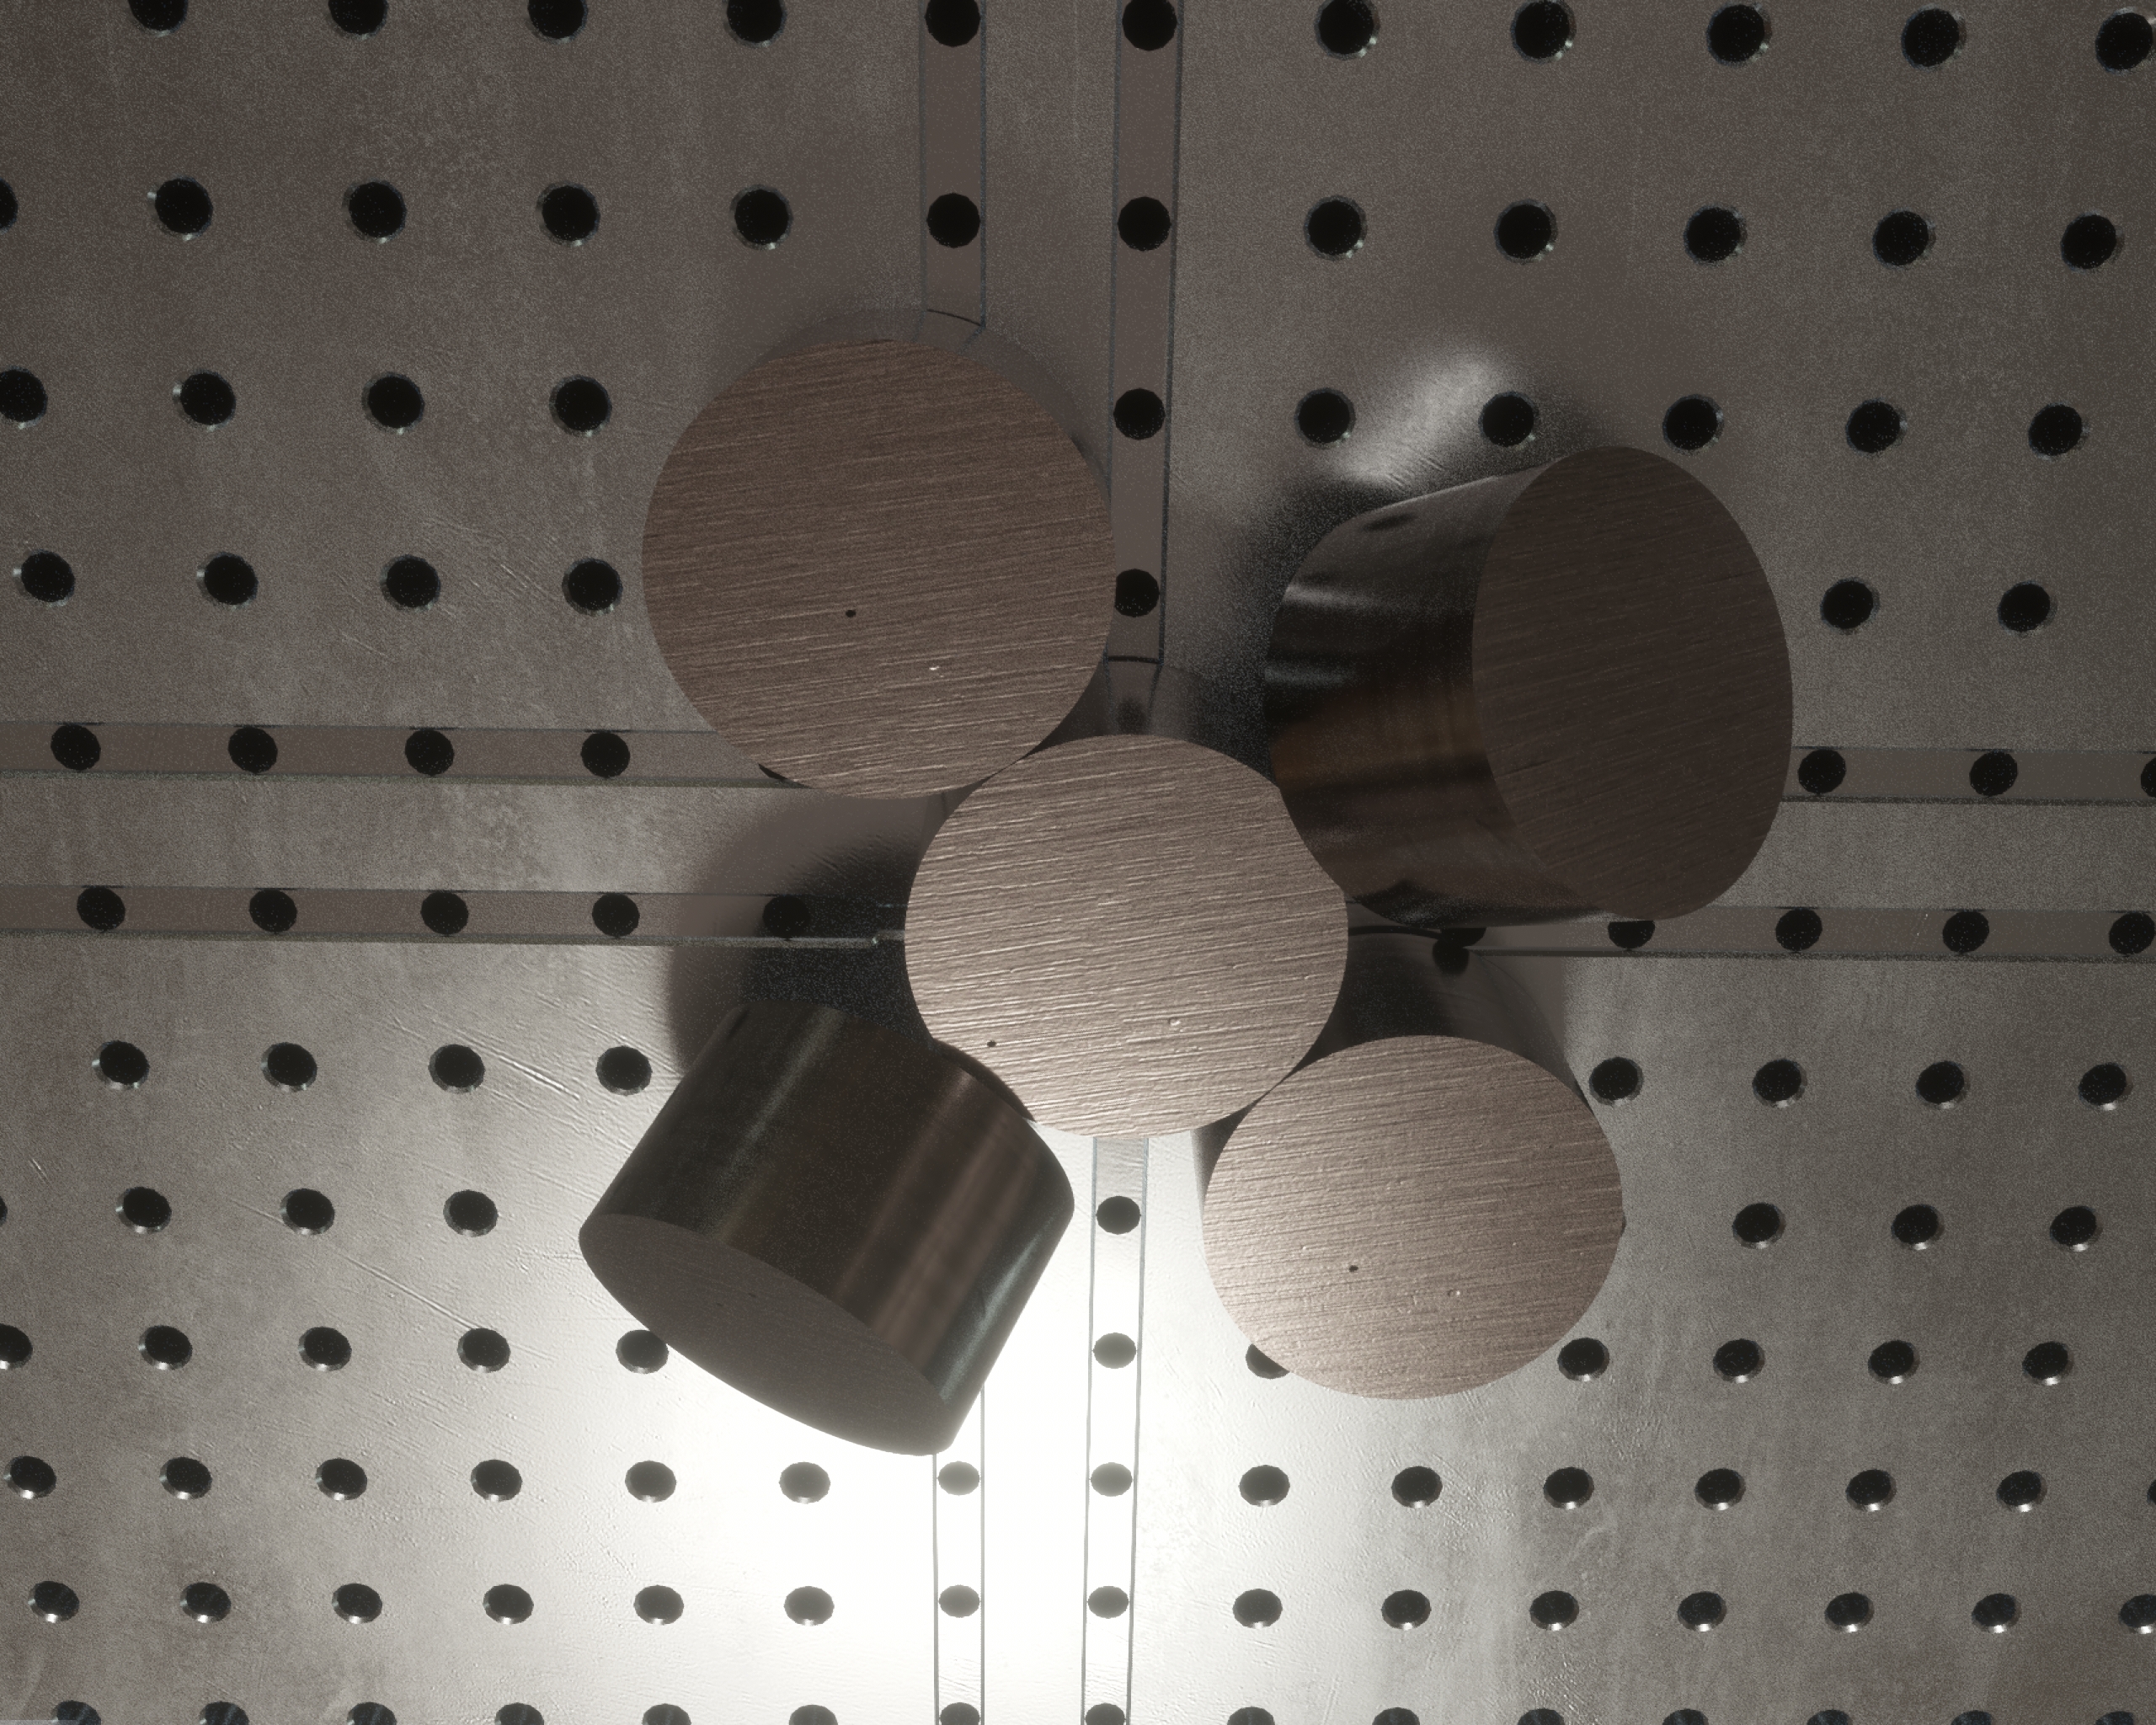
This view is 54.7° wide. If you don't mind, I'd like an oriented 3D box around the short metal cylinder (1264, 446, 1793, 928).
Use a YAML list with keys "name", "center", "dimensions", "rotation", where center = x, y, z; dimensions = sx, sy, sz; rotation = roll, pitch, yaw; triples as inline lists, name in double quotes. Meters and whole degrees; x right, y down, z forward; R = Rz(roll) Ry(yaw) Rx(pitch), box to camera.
- name: "short metal cylinder"
  center: [0.080, -0.029, 0.369]
  dimensions: [0.081, 0.050, 0.080]
  rotation: [3, 85, -35]

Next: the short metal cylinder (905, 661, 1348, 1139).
- name: "short metal cylinder"
  center: [0.009, 0.006, 0.402]
  dimensions: [0.081, 0.050, 0.079]
  rotation: [0, 110, -1]

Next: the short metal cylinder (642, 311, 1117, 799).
- name: "short metal cylinder"
  center: [-0.034, -0.057, 0.378]
  dimensions: [0.081, 0.050, 0.079]
  rotation: [0, 110, -1]

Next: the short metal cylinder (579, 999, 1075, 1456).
- name: "short metal cylinder"
  center: [-0.048, 0.071, 0.404]
  dimensions: [0.080, 0.050, 0.080]
  rotation: [21, 147, 15]

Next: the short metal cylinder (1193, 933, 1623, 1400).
- name: "short metal cylinder"
  center: [0.064, 0.061, 0.423]
  dimensions: [0.081, 0.050, 0.079]
  rotation: [0, 110, -1]
